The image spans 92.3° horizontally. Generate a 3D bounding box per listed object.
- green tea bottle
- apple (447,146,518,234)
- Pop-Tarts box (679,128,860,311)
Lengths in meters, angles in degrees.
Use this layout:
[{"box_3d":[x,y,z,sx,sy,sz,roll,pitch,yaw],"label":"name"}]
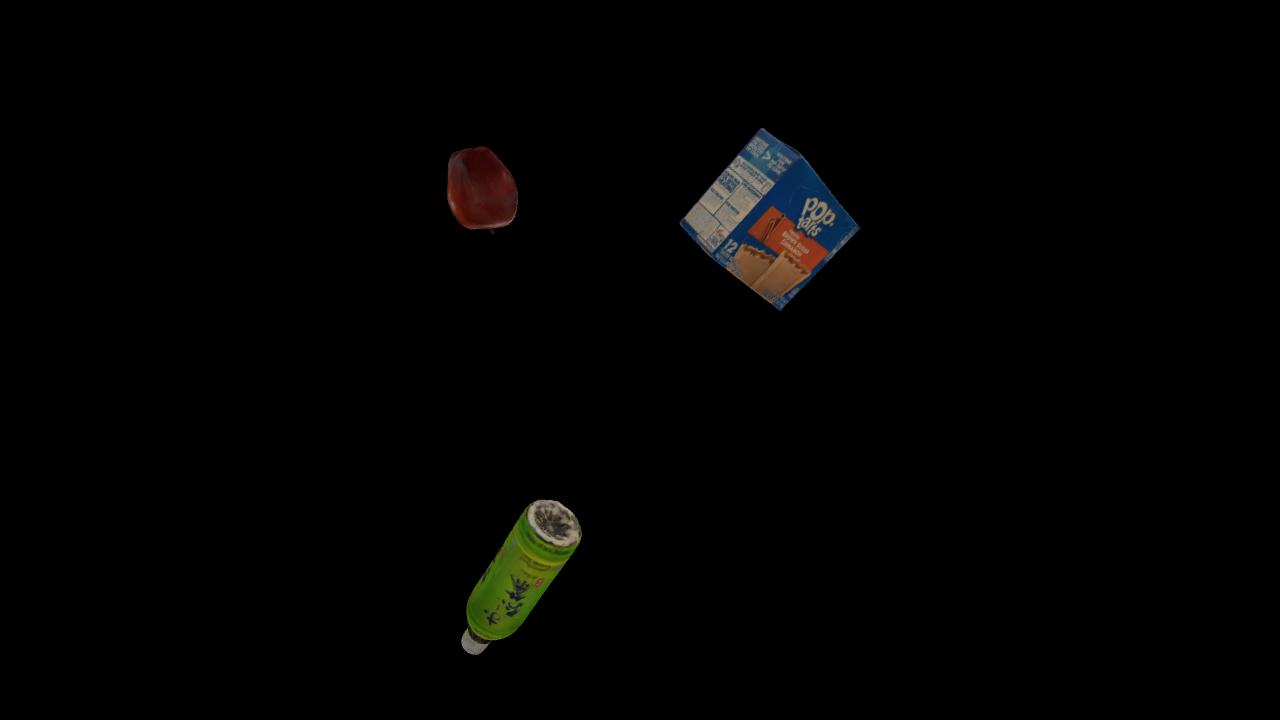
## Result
[{"box_3d":[-0.141,0.252,0.686,0.073,0.212,0.073,27,22,-11],"label":"green tea bottle"},{"box_3d":[-0.174,-0.187,0.683,0.079,0.093,0.079,-10,17,3],"label":"apple"},{"box_3d":[0.157,-0.159,0.731,0.167,0.141,0.083,26,22,-47],"label":"Pop-Tarts box"}]
